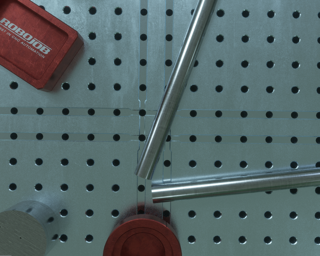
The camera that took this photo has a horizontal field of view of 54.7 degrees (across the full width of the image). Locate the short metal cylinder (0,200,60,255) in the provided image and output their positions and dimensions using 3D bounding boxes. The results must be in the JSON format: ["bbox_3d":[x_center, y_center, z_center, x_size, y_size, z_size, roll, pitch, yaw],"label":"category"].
[{"bbox_3d":[-0.177,0.139,0.399,0.081,0.050,0.079,0,90,-1],"label":"short metal cylinder"}]

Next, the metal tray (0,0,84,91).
[{"bbox_3d":[-0.181,-0.120,0.408,0.130,0.030,0.090,34,90,-1],"label":"metal tray"}]

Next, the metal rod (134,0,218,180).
[{"bbox_3d":[0.029,-0.076,0.413,0.025,0.025,0.299,20,90,-1],"label":"metal rod"}]

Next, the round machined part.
[{"bbox_3d":[-0.022,0.161,0.405,0.099,0.042,0.097,0,90,-1],"label":"round machined part"}]

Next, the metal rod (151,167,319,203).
[{"bbox_3d":[0.140,0.073,0.415,0.302,0.025,0.025,-6,90,-1],"label":"metal rod"}]
